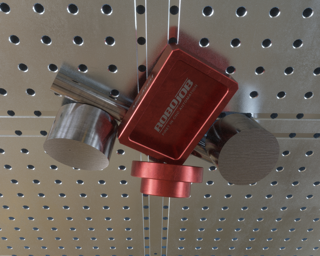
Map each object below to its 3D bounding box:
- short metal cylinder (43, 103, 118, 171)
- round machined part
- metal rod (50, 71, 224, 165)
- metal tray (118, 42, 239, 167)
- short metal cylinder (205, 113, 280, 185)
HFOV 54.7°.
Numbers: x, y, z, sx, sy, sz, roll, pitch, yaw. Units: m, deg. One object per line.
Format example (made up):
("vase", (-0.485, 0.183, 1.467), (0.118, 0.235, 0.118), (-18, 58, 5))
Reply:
("short metal cylinder", (-0.097, 0.013, 0.390), (0.080, 0.050, 0.080), (8, 147, 5))
("round machined part", (0.009, 0.071, 0.425), (0.099, 0.042, 0.098), (6, 173, 1))
("metal rod", (0.004, 0.005, 0.415), (0.302, 0.025, 0.025), (25, 126, -20))
("metal tray", (0.019, -0.023, 0.370), (0.090, 0.030, 0.129), (25, 112, -20))
("short metal cylinder", (0.105, 0.027, 0.403), (0.081, 0.050, 0.079), (-4, 114, -10))
